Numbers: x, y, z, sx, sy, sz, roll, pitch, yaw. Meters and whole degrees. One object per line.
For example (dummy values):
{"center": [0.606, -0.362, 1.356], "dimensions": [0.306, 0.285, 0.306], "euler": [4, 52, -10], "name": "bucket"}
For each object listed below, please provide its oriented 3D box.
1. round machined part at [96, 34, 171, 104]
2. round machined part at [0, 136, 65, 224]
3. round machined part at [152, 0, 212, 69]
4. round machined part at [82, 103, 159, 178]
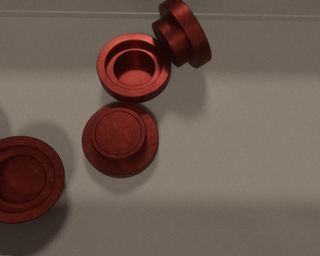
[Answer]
{"center": [-0.035, -0.078, 0.429], "dimensions": [0.099, 0.042, 0.098], "euler": [0, 70, -1], "name": "round machined part"}
{"center": [-0.165, 0.061, 0.366], "dimensions": [0.099, 0.042, 0.098], "euler": [4, 76, -18], "name": "round machined part"}
{"center": [0.024, -0.121, 0.417], "dimensions": [0.042, 0.098, 0.098], "euler": [-33, 73, 0], "name": "round machined part"}
{"center": [-0.051, 0.012, 0.396], "dimensions": [0.099, 0.042, 0.098], "euler": [0, 70, -1], "name": "round machined part"}
